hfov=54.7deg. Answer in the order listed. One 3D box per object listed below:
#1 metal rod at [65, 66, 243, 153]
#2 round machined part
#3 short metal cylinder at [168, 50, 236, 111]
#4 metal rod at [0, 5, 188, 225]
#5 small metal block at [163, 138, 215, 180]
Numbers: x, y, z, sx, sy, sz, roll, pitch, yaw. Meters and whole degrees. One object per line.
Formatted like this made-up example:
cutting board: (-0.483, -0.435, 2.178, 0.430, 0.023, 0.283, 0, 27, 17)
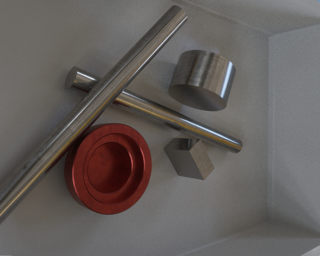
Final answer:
metal rod: (0.016, -0.012, 0.422, 0.302, 0.025, 0.025, 21, 77, -38)
round machined part: (-0.060, 0.043, 0.347, 0.099, 0.042, 0.097, 0, 90, -40)
short metal cylinder: (0.057, -0.062, 0.421, 0.080, 0.080, 0.050, 29, 72, -37)
metal rod: (-0.068, -0.024, 0.321, 0.301, 0.025, 0.025, -51, 121, -18)
small metal block: (0.040, 0.042, 0.426, 0.025, 0.050, 0.050, -43, 116, -32)
